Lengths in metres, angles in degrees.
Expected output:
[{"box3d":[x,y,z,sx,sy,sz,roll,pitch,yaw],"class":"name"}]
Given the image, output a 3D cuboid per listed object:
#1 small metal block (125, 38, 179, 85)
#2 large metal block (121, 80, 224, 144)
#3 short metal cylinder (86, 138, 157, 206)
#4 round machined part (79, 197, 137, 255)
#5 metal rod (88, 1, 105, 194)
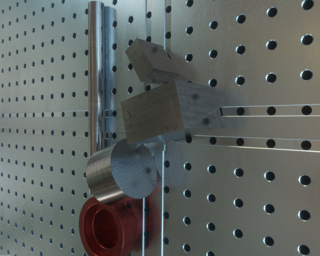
[{"box3d":[-0.010,-0.084,0.399,0.025,0.050,0.050,-41,65,32],"class":"small metal block"},{"box3d":[0.015,-0.015,0.360,0.080,0.081,0.050,-17,79,38],"class":"large metal block"},{"box3d":[-0.050,0.059,0.413,0.050,0.081,0.080,-25,75,37],"class":"short metal cylinder"},{"box3d":[-0.072,0.146,0.456,0.098,0.042,0.097,0,90,39],"class":"round machined part"},{"box3d":[-0.100,-0.047,0.488,0.025,0.025,0.298,-1,90,39],"class":"metal rod"}]
